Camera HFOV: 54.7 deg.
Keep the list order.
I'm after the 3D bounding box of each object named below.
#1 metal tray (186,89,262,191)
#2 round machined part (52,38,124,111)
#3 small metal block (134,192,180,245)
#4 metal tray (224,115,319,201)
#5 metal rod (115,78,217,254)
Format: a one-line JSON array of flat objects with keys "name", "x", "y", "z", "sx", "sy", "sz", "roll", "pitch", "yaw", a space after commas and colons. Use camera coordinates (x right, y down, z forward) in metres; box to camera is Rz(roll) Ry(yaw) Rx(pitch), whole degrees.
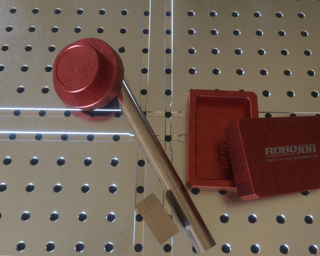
[{"name": "metal tray", "x": 0.081, "y": 0.015, "z": 0.404, "sx": 0.091, "sy": 0.030, "sz": 0.130, "roll": 3, "pitch": 70, "yaw": 0}, {"name": "round machined part", "x": -0.102, "y": -0.075, "z": 0.412, "sx": 0.098, "sy": 0.042, "sz": 0.097, "roll": -3, "pitch": 80, "yaw": 17}, {"name": "small metal block", "x": -0.003, "y": 0.106, "z": 0.360, "sx": 0.025, "sy": 0.050, "sz": 0.050, "roll": -33, "pitch": 74, "yaw": -11}, {"name": "metal tray", "x": 0.149, "y": 0.033, "z": 0.374, "sx": 0.131, "sy": 0.030, "sz": 0.090, "roll": -3, "pitch": 73, "yaw": -22}, {"name": "metal rod", "x": -0.016, "y": 0.017, "z": 0.405, "sx": 0.025, "sy": 0.025, "sz": 0.299, "roll": -27, "pitch": 72, "yaw": -10}]
